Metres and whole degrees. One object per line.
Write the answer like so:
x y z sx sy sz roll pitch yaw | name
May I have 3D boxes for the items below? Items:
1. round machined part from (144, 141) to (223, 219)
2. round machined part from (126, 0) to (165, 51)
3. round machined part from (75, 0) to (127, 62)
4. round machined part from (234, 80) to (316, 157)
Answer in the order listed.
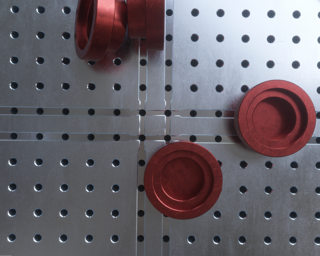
0.029 0.065 0.405 0.099 0.042 0.097 0 90 -1 | round machined part
-0.017 -0.144 0.377 0.042 0.098 0.097 0 90 -1 | round machined part
-0.072 -0.131 0.382 0.042 0.098 0.097 3 90 -29 | round machined part
0.146 -0.012 0.407 0.099 0.042 0.097 0 90 -1 | round machined part
